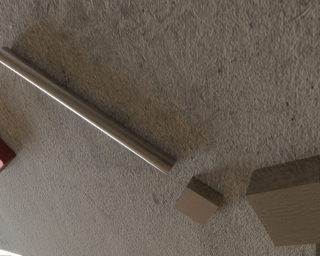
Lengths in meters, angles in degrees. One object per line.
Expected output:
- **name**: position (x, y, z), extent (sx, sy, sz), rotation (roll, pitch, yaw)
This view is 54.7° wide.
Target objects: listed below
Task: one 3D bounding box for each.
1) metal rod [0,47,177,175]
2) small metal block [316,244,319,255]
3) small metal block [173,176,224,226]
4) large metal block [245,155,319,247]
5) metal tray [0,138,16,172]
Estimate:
- **metal rod**: position (-0.108, -0.027, 0.444), extent (0.301, 0.025, 0.025), rotation (34, 129, 5)
- **small metal block**: position (0.218, 0.162, 0.376), extent (0.050, 0.050, 0.025), rotation (45, 129, -3)
- **small metal block**: position (0.054, 0.105, 0.442), extent (0.050, 0.025, 0.050), rotation (31, 128, 7)
- **large metal block**: position (0.159, 0.087, 0.360), extent (0.080, 0.050, 0.080), rotation (-22, 107, 36)
- **metal tray**: position (-0.353, 0.031, 0.604), extent (0.130, 0.030, 0.090), rotation (49, 128, -7)
